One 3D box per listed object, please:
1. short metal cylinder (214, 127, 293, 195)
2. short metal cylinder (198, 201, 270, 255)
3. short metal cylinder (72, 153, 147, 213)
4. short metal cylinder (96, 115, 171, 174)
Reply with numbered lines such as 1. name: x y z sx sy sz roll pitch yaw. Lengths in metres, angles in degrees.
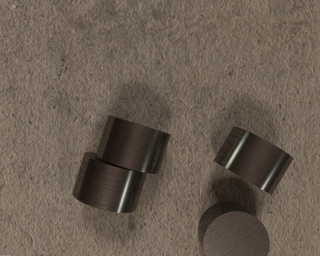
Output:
1. short metal cylinder: 0.114 0.040 0.384 0.080 0.080 0.050 31 90 -1
2. short metal cylinder: 0.092 0.140 0.399 0.081 0.050 0.079 0 90 -1
3. short metal cylinder: -0.061 0.065 0.382 0.080 0.080 0.050 16 90 -1
4. short metal cylinder: -0.032 0.020 0.382 0.080 0.080 0.050 17 90 -1
